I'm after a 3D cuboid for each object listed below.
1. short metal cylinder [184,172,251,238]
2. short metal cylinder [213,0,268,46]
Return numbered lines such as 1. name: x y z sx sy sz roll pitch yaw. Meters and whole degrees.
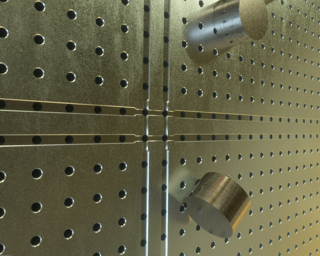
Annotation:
1. short metal cylinder: 0.081 0.110 0.445 0.050 0.080 0.080 -44 117 -31
2. short metal cylinder: 0.133 -0.179 0.506 0.081 0.050 0.079 0 90 -40
